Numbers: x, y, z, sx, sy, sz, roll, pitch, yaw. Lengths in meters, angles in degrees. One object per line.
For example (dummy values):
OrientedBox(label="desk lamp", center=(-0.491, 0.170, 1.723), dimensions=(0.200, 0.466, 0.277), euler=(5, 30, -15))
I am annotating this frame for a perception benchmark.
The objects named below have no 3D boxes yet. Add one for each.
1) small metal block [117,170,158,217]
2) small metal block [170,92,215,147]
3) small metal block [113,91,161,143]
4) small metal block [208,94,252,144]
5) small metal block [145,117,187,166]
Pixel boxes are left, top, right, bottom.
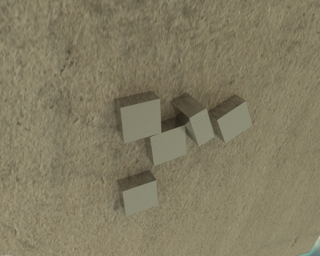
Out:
OrientedBox(label="small metal block", center=(-0.032, 0.094, 0.449), dimensions=(0.050, 0.025, 0.050), euler=(-16, 125, -20))
OrientedBox(label="small metal block", center=(0.043, -0.012, 0.409), dimensions=(0.025, 0.050, 0.050), euler=(-31, 129, -10))
OrientedBox(label="small metal block", center=(-0.027, -0.014, 0.385), dimensions=(0.050, 0.025, 0.050), euler=(-15, 125, -20))
OrientedBox(label="small metal block", center=(0.104, -0.013, 0.458), dimensions=(0.050, 0.025, 0.050), euler=(-33, 129, -7))
OrientedBox(label="small metal block", center=(0.007, 0.018, 0.424), dimensions=(0.050, 0.025, 0.050), euler=(-19, 126, -18))
